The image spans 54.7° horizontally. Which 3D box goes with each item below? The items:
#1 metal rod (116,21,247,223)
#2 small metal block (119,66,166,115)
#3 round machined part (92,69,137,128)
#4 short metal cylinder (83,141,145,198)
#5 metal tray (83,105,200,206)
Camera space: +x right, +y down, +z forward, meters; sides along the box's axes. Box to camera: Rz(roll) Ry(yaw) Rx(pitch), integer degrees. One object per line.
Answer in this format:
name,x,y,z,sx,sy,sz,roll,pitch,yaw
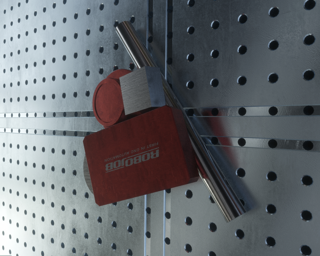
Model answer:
metal rod,0.016,-0.024,0.392,0.025,0.025,0.299,-43,64,31
small metal block,-0.022,-0.046,0.392,0.050,0.025,0.050,-14,84,44
round machined part,-0.059,-0.036,0.440,0.098,0.042,0.097,0,90,41
short metal cylinder,-0.064,0.057,0.440,0.080,0.050,0.079,0,90,40
metal tray,-0.027,0.036,0.373,0.130,0.030,0.090,-20,78,25
